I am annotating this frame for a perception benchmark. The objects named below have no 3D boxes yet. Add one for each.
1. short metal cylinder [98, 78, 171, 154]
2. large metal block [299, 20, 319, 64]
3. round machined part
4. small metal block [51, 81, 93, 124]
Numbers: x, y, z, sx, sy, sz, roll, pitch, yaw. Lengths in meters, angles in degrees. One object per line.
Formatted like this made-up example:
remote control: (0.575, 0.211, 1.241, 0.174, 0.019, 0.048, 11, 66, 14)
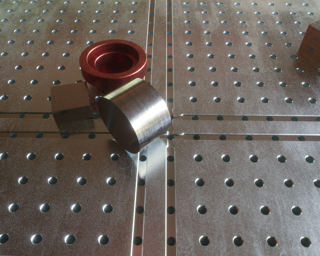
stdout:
short metal cylinder: (-0.032, -0.015, 0.384, 0.050, 0.080, 0.080, -36, 59, -26)
large metal block: (0.297, -0.143, 0.513, 0.081, 0.050, 0.080, -26, 55, -21)
round machined part: (-0.069, -0.090, 0.470, 0.099, 0.042, 0.098, 1, 48, -1)
small metal block: (-0.125, -0.036, 0.437, 0.050, 0.025, 0.050, -11, 51, -9)
